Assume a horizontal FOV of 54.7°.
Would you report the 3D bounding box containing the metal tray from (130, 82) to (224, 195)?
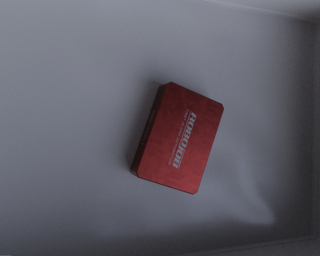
[{"bbox_3d":[0.025,0.014,0.418,0.091,0.030,0.129,21,83,-19],"label":"metal tray"}]
